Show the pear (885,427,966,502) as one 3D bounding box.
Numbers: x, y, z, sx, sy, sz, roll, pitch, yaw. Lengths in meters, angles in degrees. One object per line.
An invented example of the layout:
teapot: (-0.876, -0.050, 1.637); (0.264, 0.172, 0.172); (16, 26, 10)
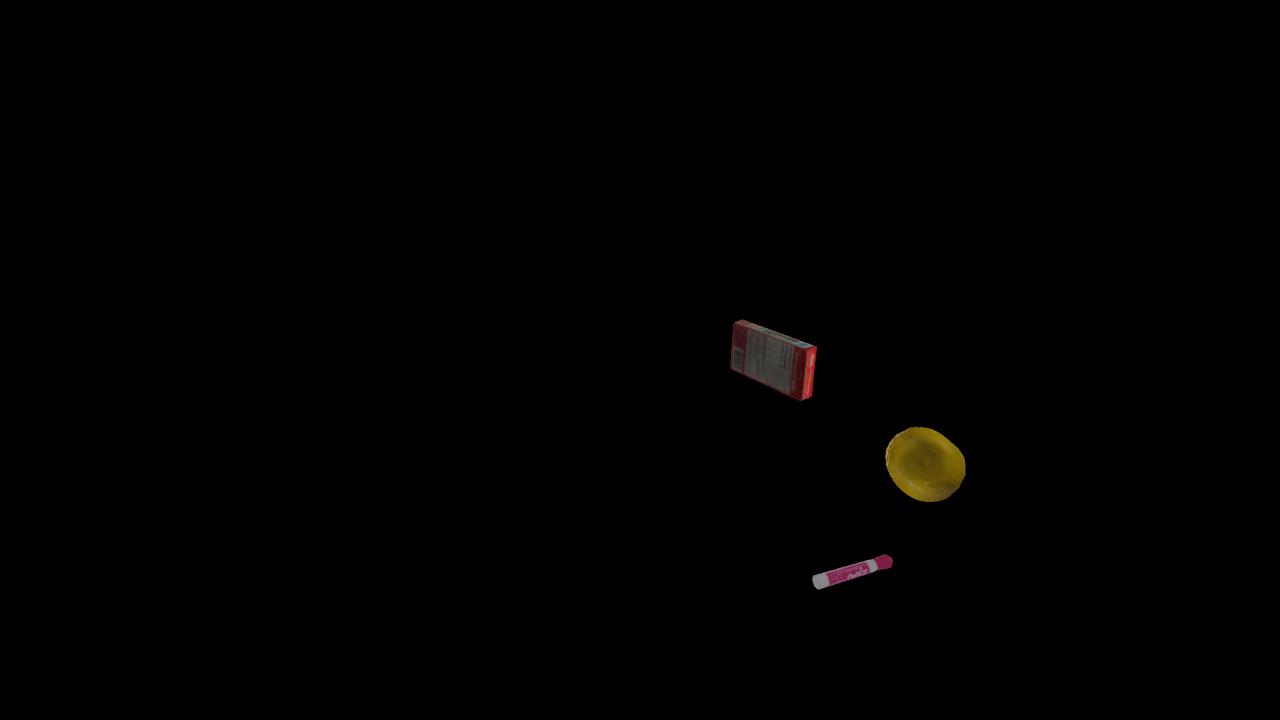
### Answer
pear: (0.317, 0.116, 0.677); (0.080, 0.080, 0.111); (0, -12, 37)

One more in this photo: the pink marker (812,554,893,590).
pink marker: (0.294, 0.290, 0.844); (0.121, 0.020, 0.020); (-10, 3, -16)

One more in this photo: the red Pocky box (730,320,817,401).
red Pocky box: (0.201, -0.002, 0.941); (0.028, 0.083, 0.155); (-13, 25, -32)
